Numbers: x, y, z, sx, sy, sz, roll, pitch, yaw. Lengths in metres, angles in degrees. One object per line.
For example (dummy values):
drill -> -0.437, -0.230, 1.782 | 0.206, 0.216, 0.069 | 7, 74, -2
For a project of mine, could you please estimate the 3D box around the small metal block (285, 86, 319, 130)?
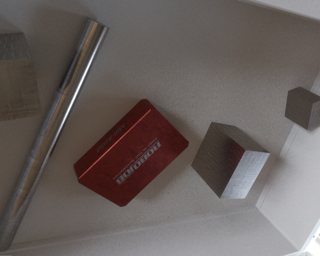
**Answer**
small metal block -> 0.234, -0.033, 0.503 | 0.025, 0.050, 0.050 | -20, 126, -17

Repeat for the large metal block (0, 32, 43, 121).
large metal block -> -0.151, -0.044, 0.263 | 0.081, 0.080, 0.050 | -12, 124, -23

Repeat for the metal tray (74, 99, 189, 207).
metal tray -> -0.036, 0.036, 0.410 | 0.130, 0.030, 0.090 | -44, 130, 2

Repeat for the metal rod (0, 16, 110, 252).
metal rod -> -0.131, 0.020, 0.349 | 0.025, 0.025, 0.298 | 18, 109, -36

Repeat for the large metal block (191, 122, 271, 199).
large metal block -> 0.101, 0.047, 0.460 | 0.050, 0.080, 0.079 | 9, 114, -33
